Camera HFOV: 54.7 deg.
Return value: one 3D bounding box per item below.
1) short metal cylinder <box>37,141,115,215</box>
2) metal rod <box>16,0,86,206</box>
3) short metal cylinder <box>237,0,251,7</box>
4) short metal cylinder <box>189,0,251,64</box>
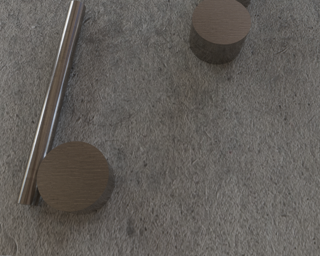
[{"bbox_3d":[-0.098,0.061,0.372,0.081,0.050,0.080,0,70,0],"label":"short metal cylinder"},{"bbox_3d":[-0.143,-0.047,0.424,0.025,0.025,0.299,6,70,2],"label":"metal rod"},{"bbox_3d":[0.108,-0.227,0.478,0.081,0.050,0.080,0,70,0],"label":"short metal cylinder"},{"bbox_3d":[0.084,-0.140,0.446,0.081,0.050,0.080,0,70,0],"label":"short metal cylinder"}]
